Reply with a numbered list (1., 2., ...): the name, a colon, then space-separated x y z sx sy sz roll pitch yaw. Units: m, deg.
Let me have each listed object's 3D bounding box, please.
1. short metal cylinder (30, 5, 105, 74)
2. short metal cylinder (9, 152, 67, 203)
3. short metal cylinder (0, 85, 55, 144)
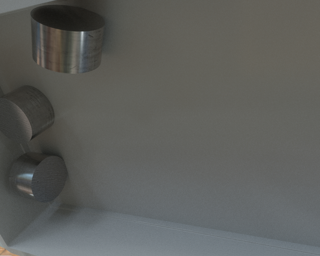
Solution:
1. short metal cylinder: -0.108 -0.106 0.365 0.080 0.080 0.050 24 127 13
2. short metal cylinder: -0.209 0.084 0.535 0.050 0.080 0.079 7 121 25
3. short metal cylinder: -0.218 -0.022 0.494 0.080 0.050 0.079 13 124 21
